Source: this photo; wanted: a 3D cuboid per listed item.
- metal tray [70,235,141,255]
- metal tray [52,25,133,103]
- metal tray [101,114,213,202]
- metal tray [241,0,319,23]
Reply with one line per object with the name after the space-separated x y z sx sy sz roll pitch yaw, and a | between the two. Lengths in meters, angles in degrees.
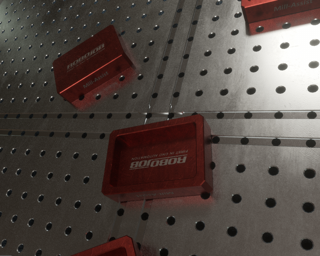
-0.077 0.176 0.314 0.131 0.030 0.090 -19 53 -3 | metal tray
-0.119 -0.112 0.534 0.130 0.030 0.090 -29 52 9 | metal tray
-0.004 0.038 0.382 0.130 0.030 0.090 -10 57 22 | metal tray
0.183 -0.203 0.433 0.130 0.030 0.090 -5 59 25 | metal tray
